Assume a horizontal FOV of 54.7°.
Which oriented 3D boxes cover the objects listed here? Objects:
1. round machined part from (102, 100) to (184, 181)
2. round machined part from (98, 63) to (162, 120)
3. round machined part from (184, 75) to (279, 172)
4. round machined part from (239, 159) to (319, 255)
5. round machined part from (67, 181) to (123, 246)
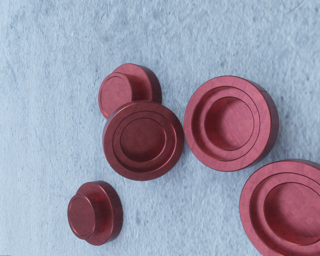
[{"bbox_3d":[-0.023,0.013,0.387,0.042,0.099,0.097,-141,60,-72],"label":"round machined part"},{"bbox_3d":[-0.048,-0.041,0.432,0.098,0.042,0.097,0,90,39],"label":"round machined part"},{"bbox_3d":[0.077,-0.005,0.329,0.098,0.042,0.097,0,90,39],"label":"round machined part"},{"bbox_3d":[0.128,0.077,0.287,0.098,0.042,0.097,0,90,39],"label":"round machined part"},{"bbox_3d":[-0.106,0.133,0.479,0.098,0.042,0.097,0,90,39],"label":"round machined part"}]
